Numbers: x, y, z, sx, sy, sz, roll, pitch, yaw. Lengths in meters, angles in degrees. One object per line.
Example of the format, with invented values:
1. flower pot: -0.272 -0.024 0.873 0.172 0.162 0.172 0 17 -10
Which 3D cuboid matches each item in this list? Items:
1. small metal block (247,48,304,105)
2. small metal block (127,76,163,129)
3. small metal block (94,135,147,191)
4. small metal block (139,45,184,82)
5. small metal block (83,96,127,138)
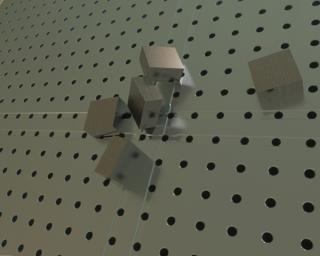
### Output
1. small metal block: 0.138 -0.062 0.373 0.050 0.025 0.050 -16 55 18
2. small metal block: -0.021 -0.035 0.420 0.025 0.050 0.050 -9 48 -24
3. small metal block: -0.048 0.044 0.389 0.025 0.050 0.050 13 69 33
4. small metal block: 0.001 -0.092 0.445 0.050 0.025 0.050 -1 49 -19
5. small metal block: -0.080 -0.016 0.458 0.050 0.025 0.050 -7 59 24
